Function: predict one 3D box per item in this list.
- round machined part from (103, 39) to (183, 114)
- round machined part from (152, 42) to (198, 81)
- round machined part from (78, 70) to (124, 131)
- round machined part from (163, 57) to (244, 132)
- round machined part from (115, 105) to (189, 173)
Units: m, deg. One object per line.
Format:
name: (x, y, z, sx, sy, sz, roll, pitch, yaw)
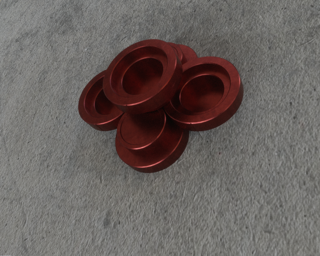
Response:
round machined part: (-0.018, -0.059, 0.384, 0.098, 0.042, 0.098, -13, 57, 21)
round machined part: (0.007, -0.082, 0.440, 0.098, 0.042, 0.098, -13, 56, 20)
round machined part: (-0.066, -0.038, 0.450, 0.098, 0.042, 0.098, -13, 56, 20)
round machined part: (0.055, -0.038, 0.388, 0.098, 0.042, 0.098, -13, 56, 20)
round machined part: (-0.016, 0.005, 0.398, 0.098, 0.042, 0.098, -13, 56, 20)
